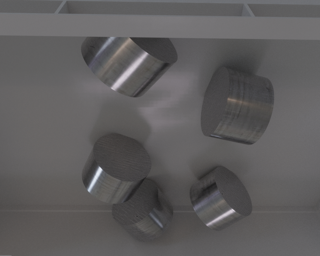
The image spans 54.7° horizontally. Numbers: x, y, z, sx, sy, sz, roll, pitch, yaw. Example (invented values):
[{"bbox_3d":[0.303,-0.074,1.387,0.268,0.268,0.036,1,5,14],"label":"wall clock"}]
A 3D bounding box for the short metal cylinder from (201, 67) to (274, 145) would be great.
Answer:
[{"bbox_3d":[0.085,-0.025,0.353,0.050,0.080,0.079,12,129,-10],"label":"short metal cylinder"}]

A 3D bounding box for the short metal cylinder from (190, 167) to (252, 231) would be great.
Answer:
[{"bbox_3d":[0.091,0.105,0.463,0.080,0.080,0.050,33,123,-25],"label":"short metal cylinder"}]

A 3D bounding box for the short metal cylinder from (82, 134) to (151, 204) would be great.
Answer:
[{"bbox_3d":[-0.059,0.054,0.418,0.080,0.080,0.050,20,127,-16],"label":"short metal cylinder"}]

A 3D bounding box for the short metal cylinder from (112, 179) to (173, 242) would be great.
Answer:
[{"bbox_3d":[-0.027,0.127,0.481,0.080,0.080,0.050,-21,127,17],"label":"short metal cylinder"}]

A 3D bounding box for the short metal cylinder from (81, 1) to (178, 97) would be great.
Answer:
[{"bbox_3d":[-0.029,-0.077,0.307,0.080,0.080,0.050,33,123,-25],"label":"short metal cylinder"}]
